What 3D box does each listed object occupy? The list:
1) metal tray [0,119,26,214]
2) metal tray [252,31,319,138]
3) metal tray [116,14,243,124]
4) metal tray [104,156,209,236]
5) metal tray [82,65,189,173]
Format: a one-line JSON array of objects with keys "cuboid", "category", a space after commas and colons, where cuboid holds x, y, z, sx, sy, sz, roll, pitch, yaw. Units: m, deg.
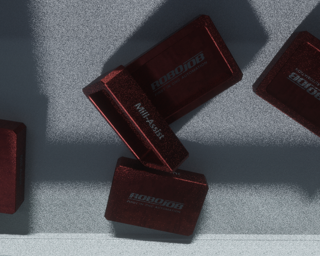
[{"cuboid": [-0.236, 0.051, 0.424, 0.091, 0.030, 0.129, 9, 110, -4], "category": "metal tray"}, {"cuboid": [0.195, -0.047, 0.383, 0.130, 0.030, 0.090, 34, 107, -3], "category": "metal tray"}, {"cuboid": [0.023, -0.066, 0.384, 0.130, 0.030, 0.090, -32, 107, 10], "category": "metal tray"}, {"cuboid": [-0.006, 0.099, 0.445, 0.131, 0.030, 0.089, 13, 110, -6], "category": "metal tray"}, {"cuboid": [-0.031, -0.008, 0.372, 0.030, 0.090, 0.130, -43, 108, -21], "category": "metal tray"}]
